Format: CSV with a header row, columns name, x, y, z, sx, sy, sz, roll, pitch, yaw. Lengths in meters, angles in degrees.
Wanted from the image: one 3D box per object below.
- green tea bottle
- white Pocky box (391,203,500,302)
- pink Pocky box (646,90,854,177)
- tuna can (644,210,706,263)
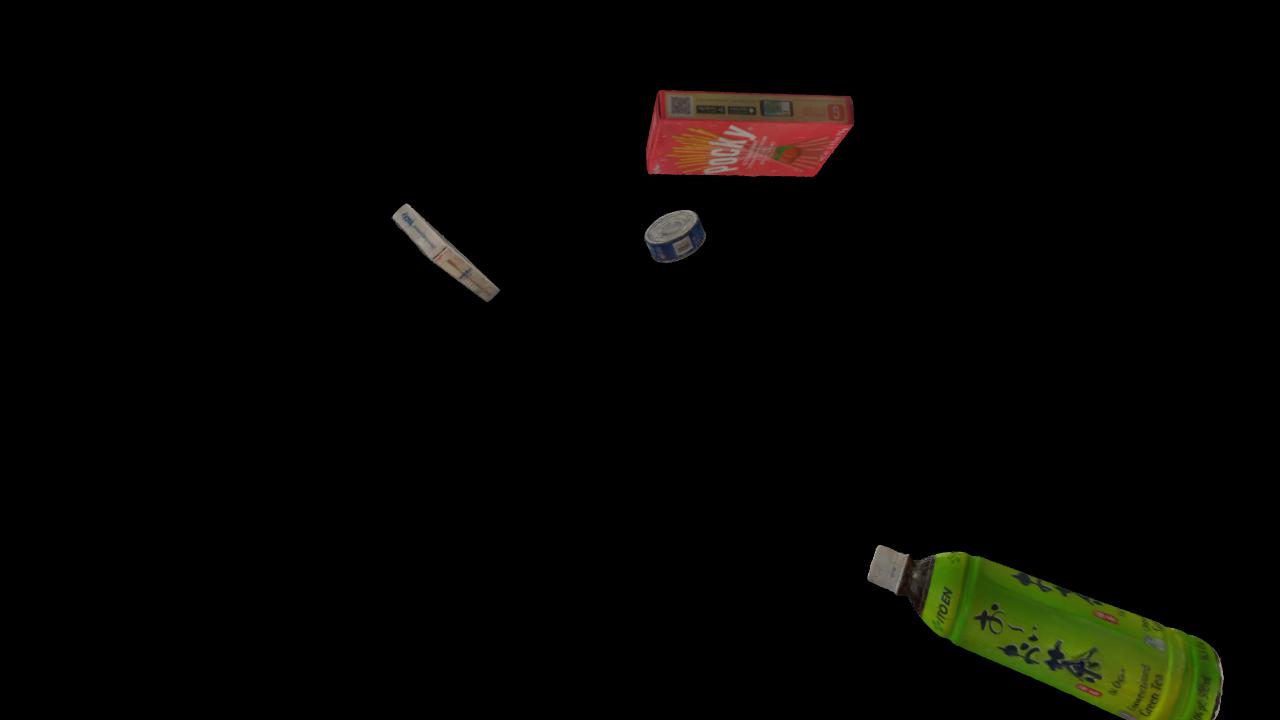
name,x,y,z,sx,sy,sz,roll,pitch,yaw
green tea bottle,0.278,0.192,0.450,0.212,0.073,0.073,15,7,27
white Pocky box,-0.238,-0.128,0.769,0.084,0.028,0.154,44,-3,17
pink Pocky box,0.085,-0.183,0.507,0.155,0.029,0.084,-1,-12,-6
tuna can,0.049,-0.177,0.873,0.084,0.084,0.034,0,-44,33
